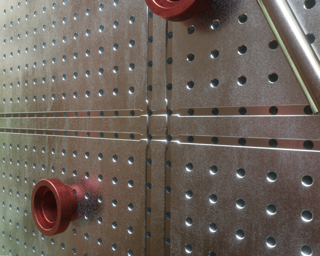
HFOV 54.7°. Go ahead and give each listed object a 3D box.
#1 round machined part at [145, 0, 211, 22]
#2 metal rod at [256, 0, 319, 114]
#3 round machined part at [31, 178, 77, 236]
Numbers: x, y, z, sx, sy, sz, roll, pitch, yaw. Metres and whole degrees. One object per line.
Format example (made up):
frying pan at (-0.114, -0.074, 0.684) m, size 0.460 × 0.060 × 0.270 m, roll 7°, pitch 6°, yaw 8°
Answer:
round machined part at (0.029, -0.178, 0.374) m, size 0.098 × 0.042 × 0.097 m, roll 0°, pitch 90°, yaw 40°
metal rod at (0.105, -0.153, 0.322) m, size 0.025 × 0.025 × 0.299 m, roll -31°, pitch 71°, yaw 36°
round machined part at (-0.185, 0.138, 0.551) m, size 0.098 × 0.042 × 0.097 m, roll 0°, pitch 90°, yaw 40°
